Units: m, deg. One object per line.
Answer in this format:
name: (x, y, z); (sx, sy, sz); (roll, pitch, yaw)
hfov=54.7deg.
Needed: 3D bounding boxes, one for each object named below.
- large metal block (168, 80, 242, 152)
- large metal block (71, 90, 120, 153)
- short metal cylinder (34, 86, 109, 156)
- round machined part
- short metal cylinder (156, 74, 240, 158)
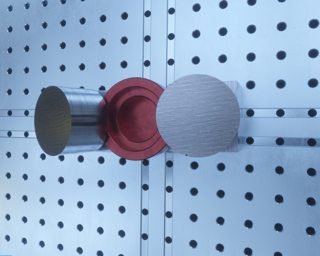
large metal block: (0.057, -0.012, 0.379); (0.080, 0.050, 0.080); (-1, 90, 20)
large metal block: (-0.085, -0.009, 0.429); (0.080, 0.050, 0.080); (1, 90, 20)
short metal cylinder: (-0.106, -0.008, 0.370); (0.080, 0.050, 0.079); (1, 92, 41)
round machined part: (-0.023, -0.011, 0.380); (0.098, 0.042, 0.097); (0, 90, 20)
short metal cylinder: (0.036, -0.012, 0.319); (0.081, 0.050, 0.080); (0, 90, 0)
